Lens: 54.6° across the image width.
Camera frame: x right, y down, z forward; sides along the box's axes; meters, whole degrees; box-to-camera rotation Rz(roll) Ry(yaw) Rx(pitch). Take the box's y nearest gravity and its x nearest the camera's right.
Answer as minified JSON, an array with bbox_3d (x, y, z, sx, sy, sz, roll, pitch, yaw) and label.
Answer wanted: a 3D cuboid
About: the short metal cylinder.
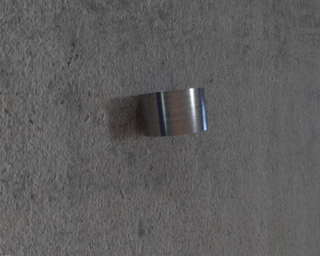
[{"bbox_3d":[0.017,-0.021,0.382,0.081,0.080,0.050,-11,97,-39],"label":"short metal cylinder"}]
